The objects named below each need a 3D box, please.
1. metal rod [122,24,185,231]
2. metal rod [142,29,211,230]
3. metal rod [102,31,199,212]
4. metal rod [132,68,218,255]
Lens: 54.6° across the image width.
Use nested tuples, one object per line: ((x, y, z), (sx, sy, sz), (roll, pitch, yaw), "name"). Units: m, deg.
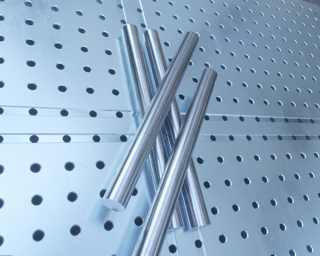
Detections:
((-0.015, -0.018, 0.411), (0.025, 0.025, 0.299), (1, 61, -28), "metal rod")
((0.016, -0.016, 0.426), (0.025, 0.025, 0.299), (1, 61, -28), "metal rod")
((0.002, -0.033, 0.397), (0.025, 0.025, 0.301), (31, 52, -9), "metal rod")
((0.027, 0.029, 0.372), (0.025, 0.025, 0.301), (30, 52, -9), "metal rod")
